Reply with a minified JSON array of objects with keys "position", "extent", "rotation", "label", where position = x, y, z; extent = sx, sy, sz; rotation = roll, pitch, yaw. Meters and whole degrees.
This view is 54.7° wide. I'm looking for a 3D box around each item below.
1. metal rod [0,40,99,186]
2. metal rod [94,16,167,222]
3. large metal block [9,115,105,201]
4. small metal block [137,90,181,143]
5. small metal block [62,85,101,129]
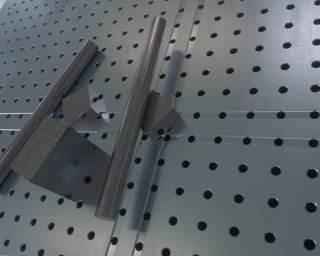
[{"position":[-0.199,-0.028,0.529],"extent":[0.025,0.025,0.300],"rotation":[21,73,36],"label":"metal rod"},{"position":[-0.031,-0.030,0.411],"extent":[0.025,0.025,0.300],"rotation":[-2,61,27],"label":"metal rod"},{"position":[-0.135,0.042,0.419],"extent":[0.050,0.080,0.080],"rotation":[21,73,36],"label":"large metal block"},{"position":[-0.009,-0.017,0.423],"extent":[0.050,0.025,0.050],"rotation":[-44,51,-2],"label":"small metal block"},{"position":[-0.126,-0.033,0.495],"extent":[0.050,0.025,0.050],"rotation":[-26,52,11],"label":"small metal block"}]
